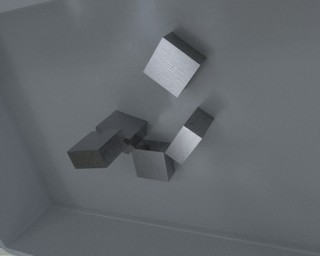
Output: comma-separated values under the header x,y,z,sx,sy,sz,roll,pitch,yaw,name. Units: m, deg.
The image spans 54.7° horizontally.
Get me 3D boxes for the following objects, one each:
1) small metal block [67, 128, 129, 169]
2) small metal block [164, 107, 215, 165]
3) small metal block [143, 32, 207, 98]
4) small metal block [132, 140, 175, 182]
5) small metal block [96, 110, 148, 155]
x,y,z,sx,sy,sz,roll,pitch,yaw,name
-0.076,0.025,0.382,0.050,0.050,0.025,-6,115,30,small metal block
0.036,0.009,0.378,0.025,0.050,0.050,36,129,4,small metal block
0.017,-0.072,0.354,0.050,0.025,0.050,37,129,2,small metal block
-0.009,0.046,0.441,0.050,0.025,0.050,5,121,25,small metal block
-0.052,0.005,0.421,0.050,0.050,0.025,20,126,16,small metal block
